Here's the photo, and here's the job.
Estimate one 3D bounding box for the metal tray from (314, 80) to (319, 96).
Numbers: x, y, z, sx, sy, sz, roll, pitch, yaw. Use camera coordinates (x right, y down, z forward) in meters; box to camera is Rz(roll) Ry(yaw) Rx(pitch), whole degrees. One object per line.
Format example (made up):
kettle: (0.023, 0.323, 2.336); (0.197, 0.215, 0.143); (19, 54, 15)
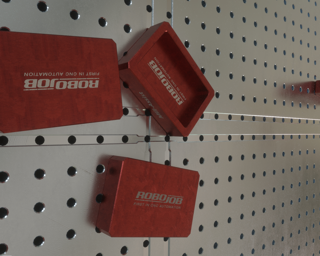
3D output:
metal tray: (0.438, -0.086, 0.730); (0.131, 0.090, 0.030); (12, 83, -39)

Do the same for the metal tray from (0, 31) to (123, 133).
metal tray: (-0.104, -0.047, 0.318); (0.131, 0.030, 0.090); (-9, 96, -39)

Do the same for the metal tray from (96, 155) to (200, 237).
metal tray: (-0.009, 0.090, 0.397); (0.131, 0.030, 0.090); (17, 80, -39)

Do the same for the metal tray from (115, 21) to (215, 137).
metal tray: (0.012, -0.062, 0.414); (0.130, 0.030, 0.090); (50, 61, -28)
